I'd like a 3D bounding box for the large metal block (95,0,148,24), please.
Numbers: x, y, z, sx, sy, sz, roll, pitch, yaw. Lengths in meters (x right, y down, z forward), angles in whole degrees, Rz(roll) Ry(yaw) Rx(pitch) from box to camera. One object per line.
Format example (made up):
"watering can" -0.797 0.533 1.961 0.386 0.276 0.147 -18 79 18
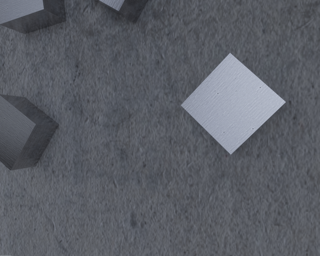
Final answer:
"large metal block" -0.055 -0.201 0.414 0.080 0.050 0.080 34 101 16

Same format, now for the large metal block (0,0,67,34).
"large metal block" -0.194 -0.196 0.462 0.080 0.050 0.080 -9 87 19

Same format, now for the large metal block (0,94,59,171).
"large metal block" -0.216 0.006 0.470 0.080 0.050 0.080 35 101 16

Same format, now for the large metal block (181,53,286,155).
"large metal block" 0.086 -0.027 0.365 0.080 0.050 0.080 46 104 14
